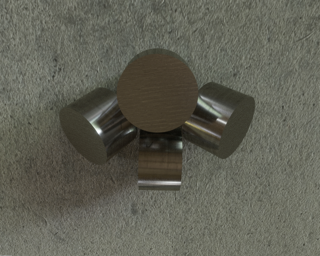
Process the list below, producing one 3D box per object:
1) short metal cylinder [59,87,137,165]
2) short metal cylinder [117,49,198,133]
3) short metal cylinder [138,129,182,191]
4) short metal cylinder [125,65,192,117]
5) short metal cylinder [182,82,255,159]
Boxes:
[{"bbox_3d":[-0.074,-0.002,0.374,0.080,0.050,0.079,28,139,28],"label":"short metal cylinder"},{"bbox_3d":[-0.002,-0.041,0.328,0.081,0.050,0.079,0,110,-1],"label":"short metal cylinder"},{"bbox_3d":[0.000,0.039,0.395,0.050,0.080,0.079,2,110,-1],"label":"short metal cylinder"},{"bbox_3d":[0.000,-0.042,0.382,0.081,0.050,0.079,0,110,-1],"label":"short metal cylinder"},{"bbox_3d":[0.071,-0.009,0.373,0.050,0.081,0.079,28,113,31],"label":"short metal cylinder"}]
